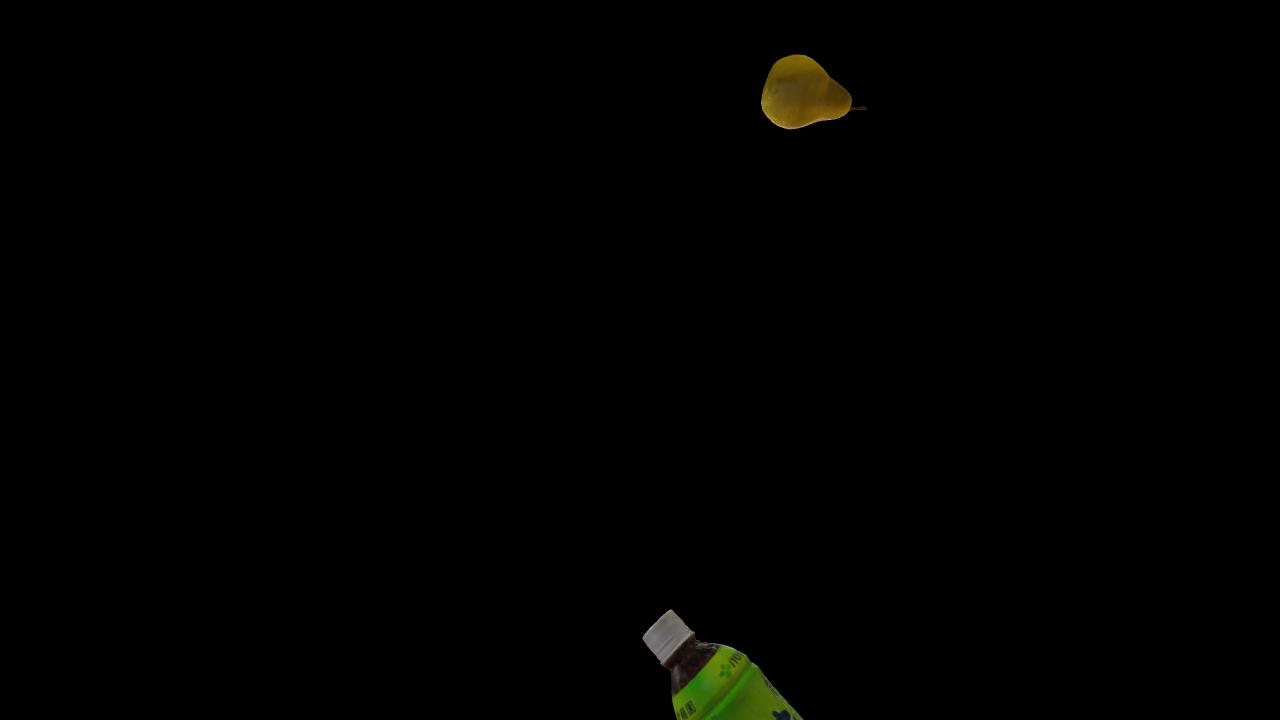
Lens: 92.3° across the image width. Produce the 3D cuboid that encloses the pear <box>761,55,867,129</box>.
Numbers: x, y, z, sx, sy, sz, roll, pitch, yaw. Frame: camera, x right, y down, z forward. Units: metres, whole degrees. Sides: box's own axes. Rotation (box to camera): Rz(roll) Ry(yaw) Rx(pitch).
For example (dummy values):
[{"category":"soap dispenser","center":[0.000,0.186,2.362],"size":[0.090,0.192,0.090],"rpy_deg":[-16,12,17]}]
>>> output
[{"category":"pear","center":[0.189,-0.281,0.665],"size":[0.111,0.080,0.080],"rpy_deg":[21,3,8]}]

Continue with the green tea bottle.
[{"category":"green tea bottle","center":[0.083,0.265,0.421],"size":[0.212,0.073,0.073],"rpy_deg":[43,17,19]}]
